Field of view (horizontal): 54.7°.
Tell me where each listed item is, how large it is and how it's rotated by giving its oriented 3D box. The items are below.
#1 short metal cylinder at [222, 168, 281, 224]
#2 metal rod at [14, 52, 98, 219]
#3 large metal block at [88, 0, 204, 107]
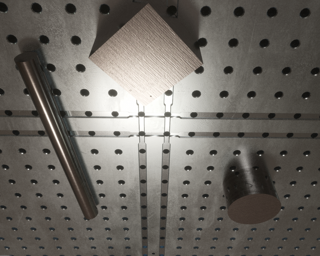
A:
[{"bbox_3d":[0.143,0.108,0.490,0.081,0.050,0.079,-1,130,0],"label":"short metal cylinder"},{"bbox_3d":[-0.134,0.034,0.438,0.025,0.025,0.298,-5,130,3],"label":"metal rod"},{"bbox_3d":[-0.014,-0.082,0.325,0.080,0.050,0.080,-34,123,25],"label":"large metal block"}]
